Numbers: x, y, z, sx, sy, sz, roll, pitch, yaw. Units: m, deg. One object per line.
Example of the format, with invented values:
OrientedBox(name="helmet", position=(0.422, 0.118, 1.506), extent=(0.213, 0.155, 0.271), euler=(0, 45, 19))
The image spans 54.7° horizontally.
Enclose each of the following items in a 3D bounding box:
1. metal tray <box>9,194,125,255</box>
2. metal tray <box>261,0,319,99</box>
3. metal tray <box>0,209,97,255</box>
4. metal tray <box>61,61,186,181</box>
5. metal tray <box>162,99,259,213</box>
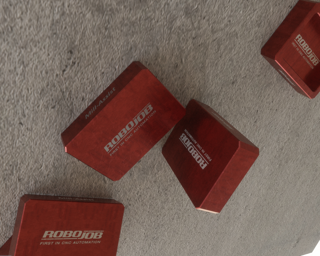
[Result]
OrientedBox(name="metal tray", position=(-0.116, 0.136, 0.399), extent=(0.131, 0.030, 0.090), euler=(13, 84, -34))
OrientedBox(name="metal tray", position=(0.215, -0.110, 0.452), extent=(0.131, 0.030, 0.090), euler=(28, 103, -38))
OrientedBox(name="metal tray", position=(-0.143, 0.173, 0.433), extent=(0.090, 0.030, 0.130), euler=(-47, 129, 5))
OrientedBox(name="metal tray", position=(-0.042, -0.005, 0.378), extent=(0.130, 0.030, 0.090), euler=(-45, 129, 3))
OrientedBox(name="metal tray", position=(0.054, 0.029, 0.384), extent=(0.030, 0.130, 0.090), euler=(21, 107, -28))
